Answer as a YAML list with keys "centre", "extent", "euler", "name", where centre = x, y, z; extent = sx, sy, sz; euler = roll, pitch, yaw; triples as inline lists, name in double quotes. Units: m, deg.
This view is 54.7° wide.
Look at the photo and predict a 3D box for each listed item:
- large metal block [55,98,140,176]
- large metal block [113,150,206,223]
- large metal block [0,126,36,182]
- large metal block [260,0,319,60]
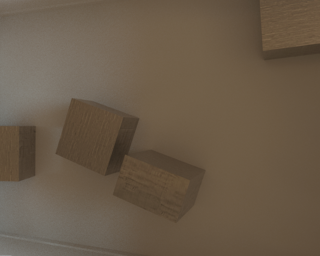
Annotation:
- centre: [-0.085, 0.011, 0.427]
  extent: [0.080, 0.050, 0.080]
  euler: [20, 97, 18]
  name: "large metal block"
- centre: [0.002, 0.066, 0.380]
  extent: [0.080, 0.080, 0.050]
  euler: [19, 97, 19]
  name: "large metal block"
- centre: [-0.241, 0.036, 0.472]
  extent: [0.080, 0.050, 0.080]
  euler: [1, 90, 4]
  name: "large metal block"
- centre: [0.154, -0.125, 0.343]
  extent: [0.080, 0.050, 0.080]
  euler: [-4, 89, 20]
  name: "large metal block"
